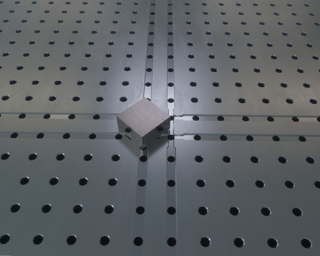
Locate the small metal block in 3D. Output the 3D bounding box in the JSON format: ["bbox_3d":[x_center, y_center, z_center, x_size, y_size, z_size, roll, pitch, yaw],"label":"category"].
[{"bbox_3d":[-0.022,-0.008,0.414,0.050,0.025,0.050,-37,59,-27],"label":"small metal block"}]
